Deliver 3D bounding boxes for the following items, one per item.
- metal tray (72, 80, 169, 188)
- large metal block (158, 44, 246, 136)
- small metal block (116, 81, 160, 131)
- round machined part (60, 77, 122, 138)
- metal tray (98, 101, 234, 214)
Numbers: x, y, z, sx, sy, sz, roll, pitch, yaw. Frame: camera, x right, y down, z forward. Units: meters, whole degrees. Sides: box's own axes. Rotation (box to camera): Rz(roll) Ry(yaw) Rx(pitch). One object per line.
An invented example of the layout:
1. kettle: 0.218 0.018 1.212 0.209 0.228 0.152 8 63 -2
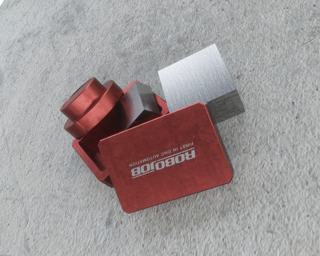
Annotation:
1. metal tray: -0.049 0.005 0.424 0.130 0.030 0.090 -46 51 -4
2. large metal block: 0.051 -0.047 0.392 0.080 0.050 0.080 -24 53 13
3. small metal block: -0.031 -0.024 0.407 0.050 0.025 0.050 -46 47 33
4. round machined part: -0.104 -0.035 0.444 0.098 0.042 0.098 -37 22 18
5. metal tray: 0.006 0.034 0.349 0.130 0.030 0.090 -21 90 16
